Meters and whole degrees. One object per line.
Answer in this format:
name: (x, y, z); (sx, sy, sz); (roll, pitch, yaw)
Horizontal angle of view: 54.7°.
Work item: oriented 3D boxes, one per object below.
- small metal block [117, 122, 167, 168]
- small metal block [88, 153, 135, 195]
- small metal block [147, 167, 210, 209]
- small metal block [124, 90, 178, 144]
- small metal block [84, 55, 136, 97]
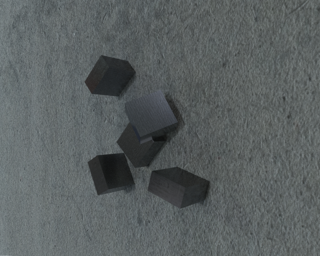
small metal block: (-0.026, 0.019, 0.427); (0.050, 0.025, 0.050); (50, 119, 28)
small metal block: (-0.070, 0.065, 0.447); (0.025, 0.050, 0.050); (-34, 69, 35)
small metal block: (0.022, 0.069, 0.370); (0.050, 0.050, 0.025); (20, 103, 38)
small metal block: (-0.012, -0.014, 0.396); (0.025, 0.050, 0.050); (98, 148, -66)
small metal block: (-0.072, -0.074, 0.448); (0.050, 0.050, 0.025); (-50, 61, 28)
